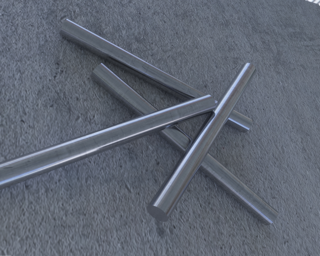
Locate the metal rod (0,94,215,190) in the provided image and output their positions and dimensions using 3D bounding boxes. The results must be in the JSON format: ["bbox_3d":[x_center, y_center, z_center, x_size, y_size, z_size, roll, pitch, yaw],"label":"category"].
[{"bbox_3d":[-0.059,0.012,0.343,0.302,0.025,0.025,-20,73,-29],"label":"metal rod"}]

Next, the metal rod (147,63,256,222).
[{"bbox_3d":[0.071,-0.004,0.410,0.025,0.025,0.301,40,51,-1],"label":"metal rod"}]

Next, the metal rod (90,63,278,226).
[{"bbox_3d":[0.032,0.022,0.407,0.300,0.025,0.025,40,51,-1],"label":"metal rod"}]

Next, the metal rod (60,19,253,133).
[{"bbox_3d":[0.003,-0.070,0.447,0.301,0.025,0.025,27,53,-12],"label":"metal rod"}]
